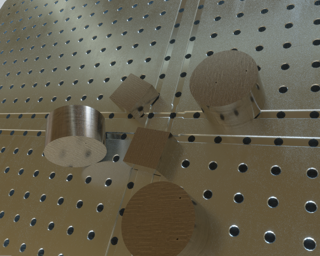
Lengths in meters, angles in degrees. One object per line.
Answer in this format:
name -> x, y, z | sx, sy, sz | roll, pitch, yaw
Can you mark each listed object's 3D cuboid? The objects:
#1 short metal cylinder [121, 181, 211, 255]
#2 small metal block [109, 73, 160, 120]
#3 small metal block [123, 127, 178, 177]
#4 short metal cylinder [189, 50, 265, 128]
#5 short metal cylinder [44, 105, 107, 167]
short metal cylinder -> 0.007, 0.103, 0.326 | 0.080, 0.050, 0.080 | -13, 56, 21
small metal block -> -0.038, -0.047, 0.457 | 0.050, 0.025, 0.050 | 34, 81, 38
small metal block -> -0.012, 0.029, 0.397 | 0.050, 0.025, 0.050 | 9, 66, 32
short metal cylinder -> 0.082, -0.047, 0.378 | 0.080, 0.050, 0.080 | -13, 56, 21
short metal cylinder -> -0.115, 0.013, 0.426 | 0.080, 0.080, 0.050 | -21, 54, 15
